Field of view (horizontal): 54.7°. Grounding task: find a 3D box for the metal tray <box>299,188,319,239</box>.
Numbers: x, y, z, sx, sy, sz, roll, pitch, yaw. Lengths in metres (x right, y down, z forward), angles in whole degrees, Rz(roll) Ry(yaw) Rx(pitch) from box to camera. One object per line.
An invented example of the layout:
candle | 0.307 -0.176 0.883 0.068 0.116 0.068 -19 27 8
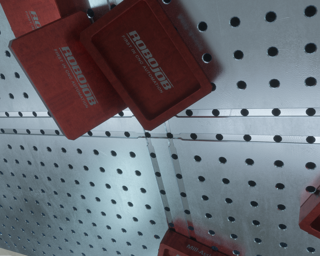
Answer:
metal tray | 0.228 0.085 0.340 0.090 0.030 0.129 27 128 10

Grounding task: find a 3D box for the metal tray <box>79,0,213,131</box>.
metal tray | -0.014 -0.073 0.345 0.090 0.030 0.130 -33 102 11

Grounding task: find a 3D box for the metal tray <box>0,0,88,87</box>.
metal tray | -0.145 -0.118 0.409 0.090 0.030 0.129 -1 118 28

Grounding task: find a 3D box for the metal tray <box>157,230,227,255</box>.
metal tray | 0.060 0.234 0.519 0.130 0.030 0.089 20 126 16

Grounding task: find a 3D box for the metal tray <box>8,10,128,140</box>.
metal tray | -0.105 -0.062 0.374 0.030 0.090 0.129 23 142 56
